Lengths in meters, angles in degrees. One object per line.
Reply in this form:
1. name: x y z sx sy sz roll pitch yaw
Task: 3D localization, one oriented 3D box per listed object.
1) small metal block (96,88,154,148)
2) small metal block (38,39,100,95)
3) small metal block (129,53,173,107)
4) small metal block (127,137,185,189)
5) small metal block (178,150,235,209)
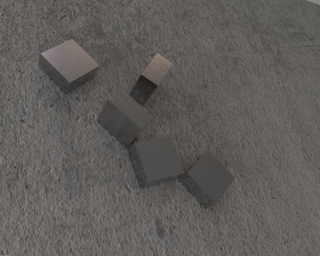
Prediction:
1. small metal block: -0.043 -0.011 0.371 0.050 0.050 0.025 42 51 1
2. small metal block: -0.114 -0.078 0.390 0.050 0.025 0.050 45 51 3
3. small metal block: -0.014 -0.065 0.420 0.025 0.050 0.050 34 51 -6
4. small metal block: -0.005 0.041 0.376 0.050 0.025 0.050 -8 66 -32
5. small metal block: 0.060 0.065 0.396 0.050 0.025 0.050 46 51 4
